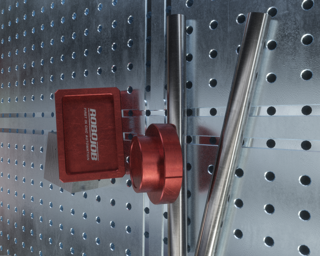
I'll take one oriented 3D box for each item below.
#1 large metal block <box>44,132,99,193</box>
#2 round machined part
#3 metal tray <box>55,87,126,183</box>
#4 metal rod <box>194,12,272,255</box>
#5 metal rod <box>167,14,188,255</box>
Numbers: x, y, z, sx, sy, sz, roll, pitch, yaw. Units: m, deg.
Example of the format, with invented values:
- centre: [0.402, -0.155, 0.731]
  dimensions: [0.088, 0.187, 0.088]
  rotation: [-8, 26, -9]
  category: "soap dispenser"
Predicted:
- centre: [-0.143, 0.052, 0.508]
  dimensions: [0.080, 0.050, 0.079]
  rotation: [13, 99, 39]
  category: "large metal block"
- centre: [-0.010, 0.043, 0.375]
  dimensions: [0.098, 0.042, 0.097]
  rotation: [180, 89, -72]
  category: "round machined part"
- centre: [-0.100, 0.009, 0.448]
  dimensions: [0.030, 0.091, 0.129]
  rotation: [156, 110, -80]
  category: "metal tray"
- centre: [0.076, 0.027, 0.345]
  dimensions: [0.025, 0.025, 0.298]
  rotation: [17, 101, 38]
  category: "metal rod"
- centre: [0.021, 0.010, 0.389]
  dimensions: [0.025, 0.025, 0.298]
  rotation: [0, 90, 39]
  category: "metal rod"
